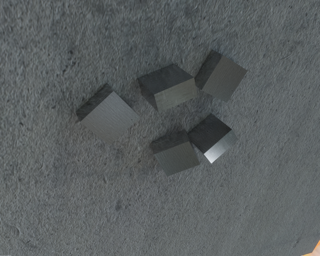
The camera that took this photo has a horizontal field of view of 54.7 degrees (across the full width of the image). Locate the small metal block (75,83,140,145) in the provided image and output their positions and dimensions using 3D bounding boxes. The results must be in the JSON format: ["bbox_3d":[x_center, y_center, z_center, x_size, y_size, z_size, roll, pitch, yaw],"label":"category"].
[{"bbox_3d":[-0.061,-0.016,0.364,0.050,0.025,0.050,-43,130,1],"label":"small metal block"}]

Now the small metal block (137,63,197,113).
[{"bbox_3d":[0.008,-0.048,0.365,0.050,0.050,0.025,-25,128,-13],"label":"small metal block"}]

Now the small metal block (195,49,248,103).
[{"bbox_3d":[0.079,-0.067,0.408,0.050,0.025,0.050,20,108,-36],"label":"small metal block"}]

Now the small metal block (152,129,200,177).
[{"bbox_3d":[0.022,0.035,0.432,0.050,0.025,0.050,-22,129,8],"label":"small metal block"}]

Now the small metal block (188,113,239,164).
[{"bbox_3d":[0.073,0.014,0.439,0.050,0.050,0.025,-41,130,-1],"label":"small metal block"}]
